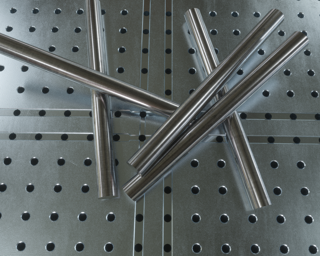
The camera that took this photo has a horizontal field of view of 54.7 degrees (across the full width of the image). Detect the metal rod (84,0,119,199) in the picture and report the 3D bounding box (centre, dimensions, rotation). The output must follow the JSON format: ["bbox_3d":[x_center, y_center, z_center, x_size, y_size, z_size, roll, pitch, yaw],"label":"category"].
[{"bbox_3d":[-0.084,-0.054,0.430,0.025,0.025,0.299,-7,70,-3],"label":"metal rod"}]

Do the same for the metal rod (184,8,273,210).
[{"bbox_3d":[0.087,-0.040,0.427,0.025,0.025,0.299,-14,71,-5],"label":"metal rod"}]

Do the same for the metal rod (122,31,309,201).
[{"bbox_3d":[0.073,-0.018,0.395,0.300,0.025,0.025,-42,75,-5],"label":"metal rod"}]

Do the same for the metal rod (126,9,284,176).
[{"bbox_3d":[0.069,-0.057,0.405,0.025,0.025,0.301,40,73,13],"label":"metal rod"}]

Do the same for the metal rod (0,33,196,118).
[{"bbox_3d":[-0.095,-0.066,0.403,0.302,0.025,0.025,21,71,-5],"label":"metal rod"}]
